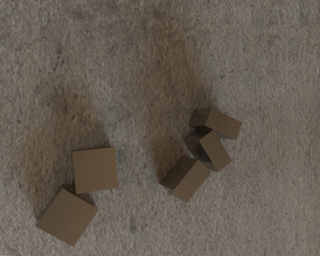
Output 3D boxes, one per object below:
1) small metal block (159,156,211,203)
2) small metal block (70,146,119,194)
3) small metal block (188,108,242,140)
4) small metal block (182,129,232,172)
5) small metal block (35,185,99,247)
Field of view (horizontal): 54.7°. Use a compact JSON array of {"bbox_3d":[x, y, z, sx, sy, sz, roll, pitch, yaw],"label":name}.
[{"bbox_3d":[0.032,0.066,0.409,0.025,0.050,0.050,45,76,-15],"label":"small metal block"},{"bbox_3d":[-0.081,0.050,0.380,0.050,0.025,0.050,-6,92,-20],"label":"small metal block"},{"bbox_3d":[0.075,-0.005,0.425,0.050,0.050,0.025,23,82,-19],"label":"small metal block"},{"bbox_3d":[0.063,0.029,0.420,0.025,0.050,0.050,-36,102,-17],"label":"small metal block"},{"bbox_3d":[-0.110,0.104,0.369,0.050,0.025,0.050,37,78,-17],"label":"small metal block"}]
